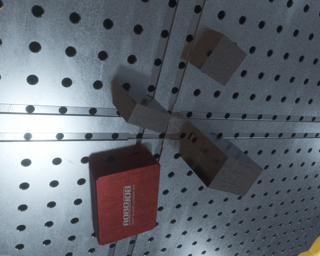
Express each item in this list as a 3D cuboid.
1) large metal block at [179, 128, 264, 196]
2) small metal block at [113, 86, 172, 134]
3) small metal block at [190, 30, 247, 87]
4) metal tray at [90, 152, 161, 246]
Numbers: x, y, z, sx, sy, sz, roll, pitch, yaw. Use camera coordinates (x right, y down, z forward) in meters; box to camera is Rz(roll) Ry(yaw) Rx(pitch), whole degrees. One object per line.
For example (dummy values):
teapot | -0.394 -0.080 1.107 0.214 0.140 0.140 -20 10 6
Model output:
large metal block | 0.089 0.050 0.458 0.080 0.080 0.050 20 108 -36
small metal block | -0.022 -0.022 0.371 0.050 0.050 0.025 18 109 -36
small metal block | 0.076 -0.089 0.399 0.050 0.025 0.050 25 105 -37
metal tray | -0.050 0.103 0.446 0.091 0.030 0.129 -10 123 -23
